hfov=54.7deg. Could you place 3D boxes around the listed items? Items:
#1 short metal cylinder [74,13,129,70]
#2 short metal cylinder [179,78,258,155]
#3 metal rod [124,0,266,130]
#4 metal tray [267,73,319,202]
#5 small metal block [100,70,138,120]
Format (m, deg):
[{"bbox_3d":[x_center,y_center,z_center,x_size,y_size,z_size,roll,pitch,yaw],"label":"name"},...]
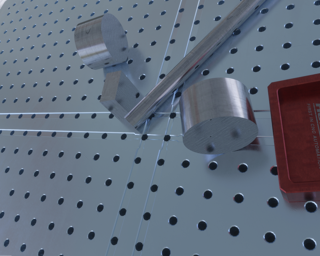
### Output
[{"bbox_3d":[-0.094,-0.141,0.509,0.050,0.080,0.080,-10,58,23],"label":"short metal cylinder"},{"bbox_3d":[0.064,-0.011,0.346,0.080,0.080,0.050,-16,55,19],"label":"short metal cylinder"},{"bbox_3d":[0.064,-0.113,0.443,0.300,0.025,0.025,-45,51,-4],"label":"metal rod"},{"bbox_3d":[0.164,0.005,0.315,0.090,0.030,0.130,-9,58,23],"label":"metal tray"},{"bbox_3d":[-0.058,-0.047,0.452,0.025,0.050,0.050,-7,59,25],"label":"small metal block"}]
